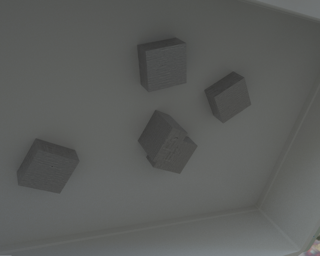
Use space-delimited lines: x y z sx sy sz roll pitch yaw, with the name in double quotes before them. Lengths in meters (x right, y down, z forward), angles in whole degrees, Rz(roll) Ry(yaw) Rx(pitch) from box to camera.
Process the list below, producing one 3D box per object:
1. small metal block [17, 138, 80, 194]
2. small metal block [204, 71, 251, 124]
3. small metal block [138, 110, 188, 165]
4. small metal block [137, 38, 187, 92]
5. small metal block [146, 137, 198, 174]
"small metal block" -0.132 0.046 0.366 0.050 0.025 0.050 24 105 -37
"small metal block" 0.096 -0.043 0.437 0.050 0.025 0.050 -33 129 -7
"small metal block" 0.002 0.012 0.403 0.025 0.050 0.050 20 108 -36
"small metal block" 0.003 -0.075 0.366 0.050 0.025 0.050 -17 125 -19
"small metal block" 0.017 0.034 0.441 0.050 0.025 0.050 19 108 -36
